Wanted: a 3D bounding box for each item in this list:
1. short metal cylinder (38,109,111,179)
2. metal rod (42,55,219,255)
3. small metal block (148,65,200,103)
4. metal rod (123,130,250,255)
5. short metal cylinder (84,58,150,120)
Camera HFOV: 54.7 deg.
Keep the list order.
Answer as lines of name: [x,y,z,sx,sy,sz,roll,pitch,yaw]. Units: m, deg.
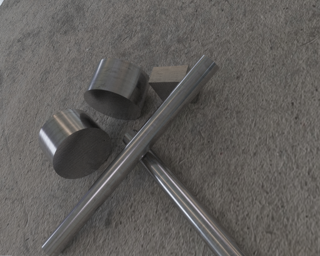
short metal cylinder: [-0.113,0.021,0.415,0.080,0.080,0.050,-46,51,-4]
metal rod: [-0.038,0.037,0.370,0.299,0.025,0.025,-49,51,5]
small metal block: [0.021,-0.057,0.412,0.050,0.050,0.025,3,64,29]
metal rod: [0.043,0.096,0.322,0.025,0.025,0.300,-43,51,-2]
short metal cylinder: [-0.058,-0.052,0.431,0.080,0.080,0.050,2,63,29]
